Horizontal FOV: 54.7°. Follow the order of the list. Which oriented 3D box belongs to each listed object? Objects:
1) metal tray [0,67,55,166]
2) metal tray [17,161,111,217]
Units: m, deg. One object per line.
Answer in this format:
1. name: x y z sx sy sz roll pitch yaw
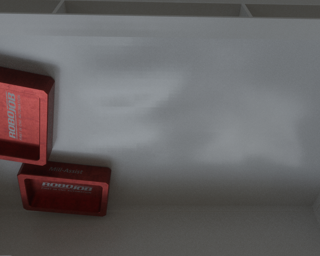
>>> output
1. metal tray: -0.185 -0.012 0.392 0.091 0.030 0.129 11 129 -10
2. metal tray: -0.146 0.096 0.485 0.131 0.030 0.089 7 130 -7
